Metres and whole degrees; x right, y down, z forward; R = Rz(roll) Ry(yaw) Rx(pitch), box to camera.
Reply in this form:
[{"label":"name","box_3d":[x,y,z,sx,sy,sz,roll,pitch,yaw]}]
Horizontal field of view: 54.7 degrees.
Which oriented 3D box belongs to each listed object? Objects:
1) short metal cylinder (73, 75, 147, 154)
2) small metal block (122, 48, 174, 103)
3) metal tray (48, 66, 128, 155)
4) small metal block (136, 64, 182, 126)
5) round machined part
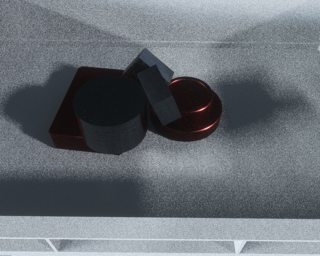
[{"label":"short metal cylinder","box_3d":[-0.056,-0.016,0.361,0.081,0.050,0.080,0,50,0]},{"label":"small metal block","box_3d":[-0.018,-0.069,0.411,0.050,0.050,0.025,38,44,-17]},{"label":"metal tray","box_3d":[-0.082,-0.028,0.420,0.091,0.030,0.130,6,50,4]},{"label":"small metal block","box_3d":[0.000,-0.038,0.368,0.025,0.050,0.050,-26,60,2]},{"label":"round machined part","box_3d":[0.035,-0.032,0.419,0.099,0.042,0.098,0,50,0]}]
